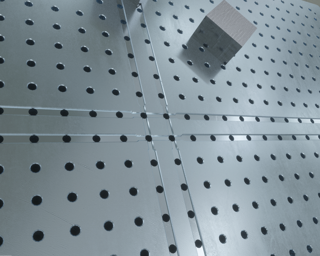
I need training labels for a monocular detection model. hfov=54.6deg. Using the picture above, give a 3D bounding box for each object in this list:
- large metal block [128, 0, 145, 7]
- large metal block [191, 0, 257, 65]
[{"bbox_3d":[-0.044,-0.265,0.510,0.080,0.080,0.050,36,51,-5],"label":"large metal block"},{"bbox_3d":[0.117,-0.173,0.560,0.080,0.050,0.080,41,51,-1],"label":"large metal block"}]
